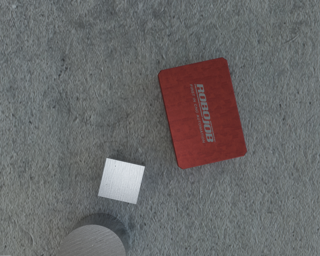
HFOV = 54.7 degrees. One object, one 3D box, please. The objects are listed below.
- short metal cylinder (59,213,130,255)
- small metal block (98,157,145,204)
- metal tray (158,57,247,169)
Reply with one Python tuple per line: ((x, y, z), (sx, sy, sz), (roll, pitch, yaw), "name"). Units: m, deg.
((-0.081, 0.156, 0.397), (0.081, 0.050, 0.079), (0, 90, -1), "short metal cylinder")
((-0.050, 0.068, 0.409), (0.050, 0.025, 0.050), (13, 90, -1), "small metal block")
((0.054, -0.019, 0.408), (0.091, 0.030, 0.129), (-12, 90, -1), "metal tray")
